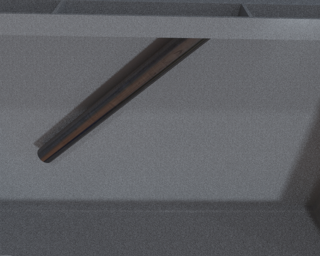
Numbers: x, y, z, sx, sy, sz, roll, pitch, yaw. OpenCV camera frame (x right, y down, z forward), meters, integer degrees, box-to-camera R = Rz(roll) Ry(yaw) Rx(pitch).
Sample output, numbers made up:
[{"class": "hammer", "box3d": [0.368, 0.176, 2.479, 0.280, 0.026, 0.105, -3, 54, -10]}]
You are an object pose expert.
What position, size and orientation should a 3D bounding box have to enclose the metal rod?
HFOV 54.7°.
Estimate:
[{"class": "metal rod", "box3d": [-0.050, -0.038, 0.376, 0.299, 0.025, 0.025, -34, 123, 25]}]
